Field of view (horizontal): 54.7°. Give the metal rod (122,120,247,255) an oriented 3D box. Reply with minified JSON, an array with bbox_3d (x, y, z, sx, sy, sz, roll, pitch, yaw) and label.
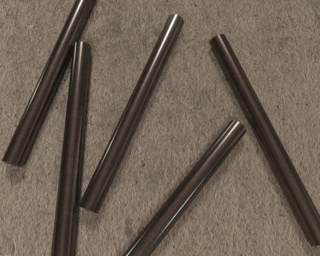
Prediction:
[{"bbox_3d":[0.008,0.106,0.369,0.025,0.025,0.301,38,74,12],"label":"metal rod"}]

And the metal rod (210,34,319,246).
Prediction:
[{"bbox_3d":[0.137,0.002,0.409,0.025,0.025,0.299,-19,71,-7],"label":"metal rod"}]

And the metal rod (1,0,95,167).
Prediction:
[{"bbox_3d":[-0.147,-0.090,0.439,0.025,0.025,0.299,15,70,5],"label":"metal rod"}]

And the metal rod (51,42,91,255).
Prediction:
[{"bbox_3d":[-0.112,0.022,0.398,0.025,0.025,0.299,0,70,-1],"label":"metal rod"}]

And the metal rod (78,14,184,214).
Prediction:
[{"bbox_3d":[-0.031,-0.032,0.419,0.025,0.025,0.300,21,71,7],"label":"metal rod"}]
